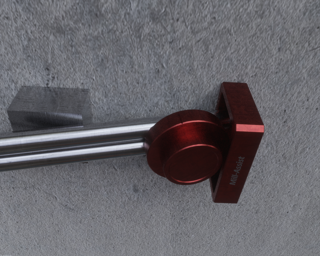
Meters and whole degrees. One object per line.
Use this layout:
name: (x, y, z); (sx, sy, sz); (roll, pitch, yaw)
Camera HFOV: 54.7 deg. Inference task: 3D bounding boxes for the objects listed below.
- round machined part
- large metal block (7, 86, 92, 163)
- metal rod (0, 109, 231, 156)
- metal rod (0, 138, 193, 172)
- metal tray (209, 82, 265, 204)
round machined part: (0.034, 0.029, 0.359); (0.099, 0.042, 0.097); (-8, 133, -8)
large metal block: (-0.129, -0.003, 0.383); (0.081, 0.050, 0.079); (2, 130, -3)
metal rod: (-0.065, 0.005, 0.353); (0.302, 0.025, 0.025); (-6, 131, -12)
metal rod: (-0.067, 0.026, 0.371); (0.302, 0.025, 0.025); (-6, 131, -12)
metal tray: (0.086, 0.020, 0.384); (0.030, 0.090, 0.129); (3, 130, -3)
